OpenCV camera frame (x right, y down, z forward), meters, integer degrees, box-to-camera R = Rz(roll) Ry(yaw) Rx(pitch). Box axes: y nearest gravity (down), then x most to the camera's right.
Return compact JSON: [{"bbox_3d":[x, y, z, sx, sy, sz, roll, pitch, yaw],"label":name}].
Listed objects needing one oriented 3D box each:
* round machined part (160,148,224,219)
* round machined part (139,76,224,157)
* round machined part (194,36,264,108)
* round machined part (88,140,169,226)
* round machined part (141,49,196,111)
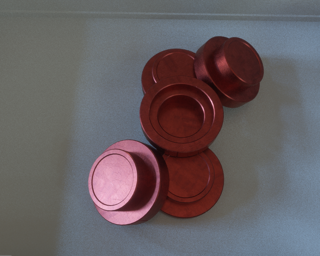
[{"bbox_3d":[0.029,0.059,0.377,0.099,0.042,0.098,0,70,-1],"label":"round machined part"},{"bbox_3d":[0.025,-0.011,0.380,0.099,0.042,0.098,0,70,-1],"label":"round machined part"},{"bbox_3d":[0.097,-0.079,0.406,0.099,0.042,0.098,13,64,-28],"label":"round machined part"},{"bbox_3d":[-0.042,0.061,0.354,0.098,0.042,0.098,-9,72,28],"label":"round machined part"},{"bbox_3d":[0.024,-0.068,0.424,0.099,0.042,0.098,0,70,-1],"label":"round machined part"}]
